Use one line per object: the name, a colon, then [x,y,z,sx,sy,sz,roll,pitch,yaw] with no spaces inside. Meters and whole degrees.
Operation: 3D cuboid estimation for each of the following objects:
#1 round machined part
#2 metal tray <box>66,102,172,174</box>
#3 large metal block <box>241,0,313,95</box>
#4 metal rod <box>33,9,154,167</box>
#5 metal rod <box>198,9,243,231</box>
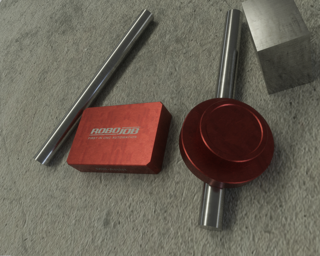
round machined part: [0.071,0.010,0.322,0.099,0.042,0.098,2,64,-4]
metal tray: [-0.055,0.014,0.420,0.130,0.030,0.090,-2,60,26]
large metal block: [0.135,-0.099,0.358,0.050,0.080,0.080,-17,55,18]
metal rod: [-0.100,-0.072,0.497,0.025,0.025,0.300,23,74,36]
metal rod: [0.079,-0.030,0.380,0.025,0.025,0.299,-2,61,27]
